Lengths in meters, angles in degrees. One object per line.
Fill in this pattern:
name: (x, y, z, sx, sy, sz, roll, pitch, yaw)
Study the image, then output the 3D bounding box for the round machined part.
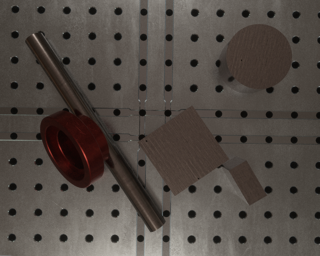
round machined part: (-0.102, 0.022, 0.386, 0.042, 0.098, 0.098, -34, 91, -39)

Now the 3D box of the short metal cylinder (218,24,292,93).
short metal cylinder: (0.121, -0.087, 0.402, 0.081, 0.050, 0.079, 0, 90, -1)

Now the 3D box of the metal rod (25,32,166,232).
metal rod: (-0.085, 0.006, 0.412, 0.025, 0.025, 0.299, -33, 90, 0)

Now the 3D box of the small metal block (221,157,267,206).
small metal block: (0.107, 0.067, 0.402, 0.025, 0.050, 0.050, -30, 90, 0)

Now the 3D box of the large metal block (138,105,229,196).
large metal block: (0.029, 0.028, 0.401, 0.080, 0.050, 0.080, -34, 90, 0)
